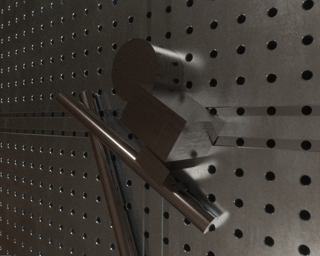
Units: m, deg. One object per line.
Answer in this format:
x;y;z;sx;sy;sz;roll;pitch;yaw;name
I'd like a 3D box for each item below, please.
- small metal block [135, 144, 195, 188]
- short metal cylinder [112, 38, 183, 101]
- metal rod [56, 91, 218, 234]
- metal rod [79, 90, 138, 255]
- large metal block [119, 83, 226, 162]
0.006;0.044;0.386;0.050;0.050;0.025;43;116;31;small metal block
-0.017;-0.072;0.405;0.080;0.050;0.079;0;90;39;short metal cylinder
-0.048;0.032;0.427;0.300;0.025;0.025;37;113;27;metal rod
-0.076;0.082;0.469;0.025;0.025;0.299;-28;73;36;metal rod
0.015;-0.008;0.360;0.080;0.081;0.050;40;114;32;large metal block
